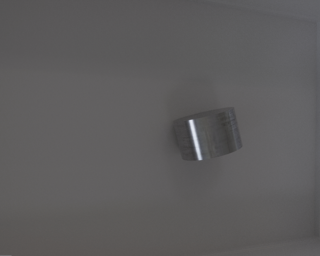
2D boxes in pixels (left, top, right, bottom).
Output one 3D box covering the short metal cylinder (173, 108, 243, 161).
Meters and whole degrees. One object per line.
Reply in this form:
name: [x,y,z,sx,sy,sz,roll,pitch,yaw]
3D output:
short metal cylinder: [0.062,0.006,0.404,0.081,0.080,0.050,-16,96,-19]
